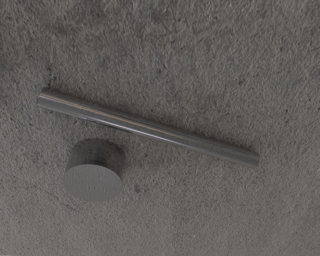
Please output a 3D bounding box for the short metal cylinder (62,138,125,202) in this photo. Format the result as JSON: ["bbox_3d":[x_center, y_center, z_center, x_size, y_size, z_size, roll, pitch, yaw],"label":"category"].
[{"bbox_3d":[-0.092,0.061,0.442,0.081,0.050,0.079,0,130,0],"label":"short metal cylinder"}]

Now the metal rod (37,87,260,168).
[{"bbox_3d":[-0.004,0.004,0.410,0.302,0.025,0.025,17,128,-14],"label":"metal rod"}]
